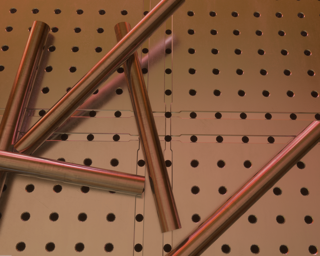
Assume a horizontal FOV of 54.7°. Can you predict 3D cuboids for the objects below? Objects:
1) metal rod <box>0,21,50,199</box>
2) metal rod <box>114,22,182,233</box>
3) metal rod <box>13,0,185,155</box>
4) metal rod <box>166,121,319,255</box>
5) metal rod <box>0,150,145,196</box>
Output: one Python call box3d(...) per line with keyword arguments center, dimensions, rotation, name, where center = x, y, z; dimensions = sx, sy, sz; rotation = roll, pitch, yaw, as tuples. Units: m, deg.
box3d(center=(-0.196, -0.014, 0.414), dimensions=(0.025, 0.025, 0.299), rotation=(7, 70, 2), name="metal rod")
box3d(center=(-0.021, -0.015, 0.416), dimensions=(0.025, 0.025, 0.299), rotation=(-13, 71, -5), name="metal rod")
box3d(center=(-0.076, -0.078, 0.418), dimensions=(0.025, 0.025, 0.300), rotation=(42, 83, 13), name="metal rod")
box3d(center=(0.098, 0.091, 0.379), dimensions=(0.301, 0.025, 0.025), rotation=(-38, 75, -13), name="metal rod")
box3d(center=(-0.168, 0.043, 0.371), dimensions=(0.302, 0.025, 0.025), rotation=(11, 70, -5), name="metal rod")
